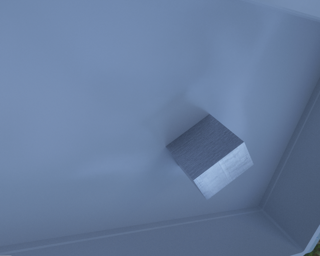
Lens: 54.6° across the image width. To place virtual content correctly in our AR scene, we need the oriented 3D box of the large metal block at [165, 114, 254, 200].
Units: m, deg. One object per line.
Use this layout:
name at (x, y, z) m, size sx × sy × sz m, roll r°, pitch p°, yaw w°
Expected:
large metal block at (0.068, 0.038, 0.433) m, size 0.080 × 0.080 × 0.050 m, roll -36°, pitch 129°, yaw -4°
